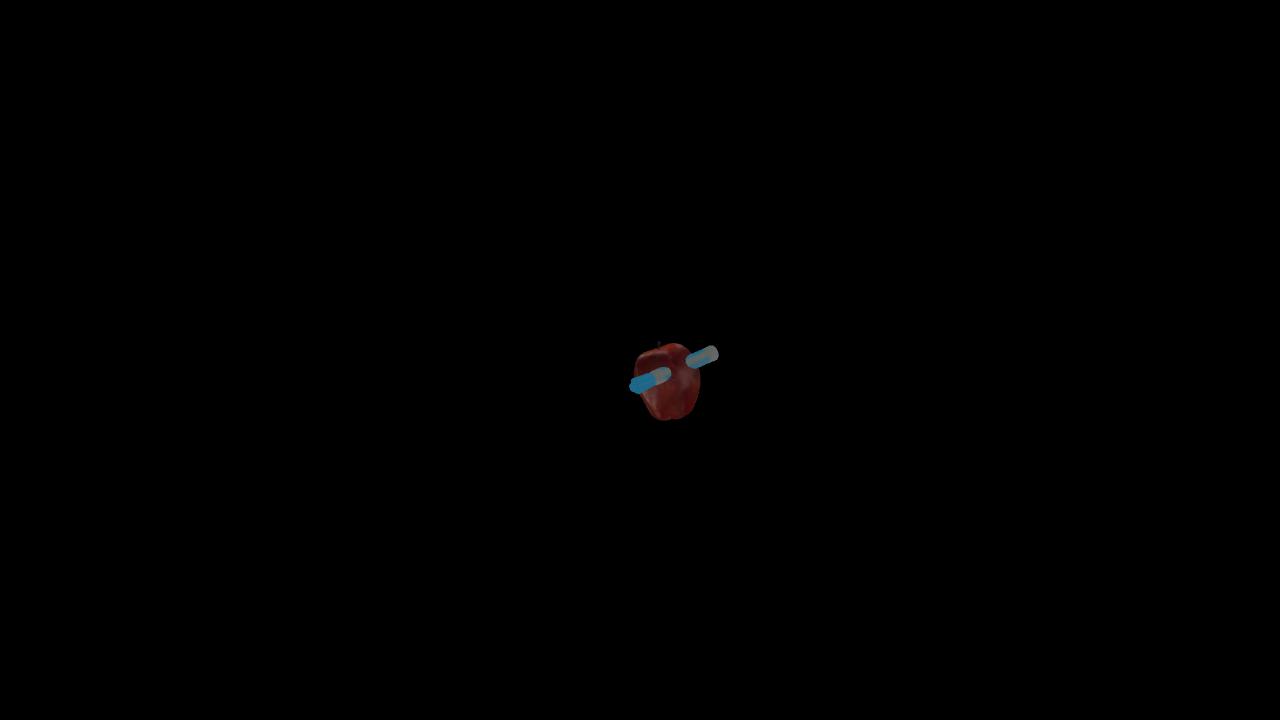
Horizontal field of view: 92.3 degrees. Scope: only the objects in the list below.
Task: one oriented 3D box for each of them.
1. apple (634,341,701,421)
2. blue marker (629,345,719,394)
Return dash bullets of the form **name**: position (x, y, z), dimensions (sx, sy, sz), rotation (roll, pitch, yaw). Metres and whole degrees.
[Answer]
- **apple**: position (0.032, 0.023, 0.726), dimensions (0.079, 0.093, 0.079), rotation (-14, 4, 1)
- **blue marker**: position (0.039, 0.011, 0.700), dimensions (0.121, 0.020, 0.020), rotation (-22, 11, -30)
